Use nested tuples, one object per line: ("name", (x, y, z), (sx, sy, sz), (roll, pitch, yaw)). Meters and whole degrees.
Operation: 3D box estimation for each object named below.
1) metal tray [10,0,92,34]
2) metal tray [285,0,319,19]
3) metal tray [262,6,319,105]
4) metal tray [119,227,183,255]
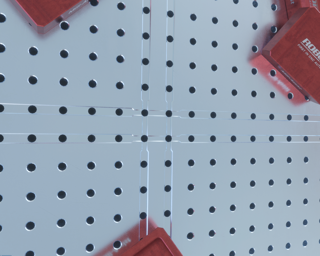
("metal tray", (-0.120, -0.186, 0.365), (0.130, 0.030, 0.090), (-43, 104, -15))
("metal tray", (0.245, -0.228, 0.498), (0.091, 0.030, 0.129), (-14, 95, -20))
("metal tray", (0.235, -0.109, 0.479), (0.130, 0.030, 0.090), (38, 100, -16))
("metal tray", (-0.025, 0.197, 0.376), (0.131, 0.030, 0.090), (-32, 67, -17))
